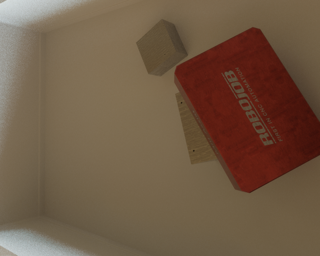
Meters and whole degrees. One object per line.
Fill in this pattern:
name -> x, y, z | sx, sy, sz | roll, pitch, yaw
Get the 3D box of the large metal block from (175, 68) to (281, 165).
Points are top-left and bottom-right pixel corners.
large metal block -> 0.071, -0.010, 0.331 | 0.080, 0.050, 0.080 | -20, 78, 38

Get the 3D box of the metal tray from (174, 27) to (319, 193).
metal tray -> 0.082, -0.017, 0.289 | 0.090, 0.030, 0.130 | -28, 81, -3

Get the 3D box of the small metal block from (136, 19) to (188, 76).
small metal block -> 0.002, -0.103, 0.404 | 0.050, 0.025, 0.050 | -33, 70, 35
